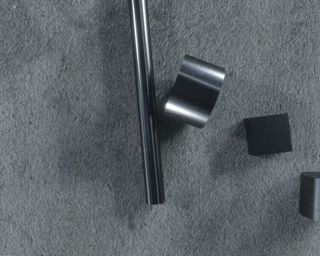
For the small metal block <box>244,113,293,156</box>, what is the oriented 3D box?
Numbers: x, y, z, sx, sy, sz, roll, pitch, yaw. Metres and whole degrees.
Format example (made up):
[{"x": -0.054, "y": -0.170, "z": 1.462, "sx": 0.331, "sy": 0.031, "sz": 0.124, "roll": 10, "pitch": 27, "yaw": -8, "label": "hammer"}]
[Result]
[{"x": 0.143, "y": 0.009, "z": 0.412, "sx": 0.050, "sy": 0.025, "sz": 0.050, "roll": -7, "pitch": 90, "yaw": -1, "label": "small metal block"}]

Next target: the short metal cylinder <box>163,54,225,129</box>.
[{"x": 0.041, "y": -0.045, "z": 0.383, "sx": 0.050, "sy": 0.080, "sz": 0.080, "roll": 20, "pitch": 90, "yaw": 0, "label": "short metal cylinder"}]

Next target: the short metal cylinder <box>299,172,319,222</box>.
[{"x": 0.218, "y": 0.085, "z": 0.386, "sx": 0.081, "sy": 0.080, "sz": 0.050, "roll": 2, "pitch": 90, "yaw": -1, "label": "short metal cylinder"}]

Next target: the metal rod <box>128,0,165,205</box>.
[{"x": -0.019, "y": -0.050, "z": 0.409, "sx": 0.025, "sy": 0.025, "sz": 0.298, "roll": -5, "pitch": 90, "yaw": -1, "label": "metal rod"}]
